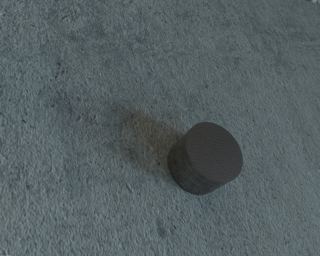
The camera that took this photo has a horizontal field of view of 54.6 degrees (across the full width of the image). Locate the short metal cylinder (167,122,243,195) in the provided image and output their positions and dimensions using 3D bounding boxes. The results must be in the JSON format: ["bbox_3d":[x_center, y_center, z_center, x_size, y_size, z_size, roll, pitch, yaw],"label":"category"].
[{"bbox_3d":[0.057,0.039,0.394,0.081,0.050,0.080,13,56,-21],"label":"short metal cylinder"}]
